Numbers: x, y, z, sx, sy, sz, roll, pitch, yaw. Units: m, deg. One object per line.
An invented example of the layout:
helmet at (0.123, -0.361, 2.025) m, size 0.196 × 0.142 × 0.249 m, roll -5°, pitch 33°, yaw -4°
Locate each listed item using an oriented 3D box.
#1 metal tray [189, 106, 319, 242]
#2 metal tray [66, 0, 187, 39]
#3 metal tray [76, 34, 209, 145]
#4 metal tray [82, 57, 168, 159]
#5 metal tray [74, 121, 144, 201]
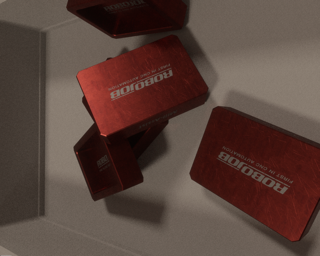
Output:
metal tray at (0.101, 0.041, 0.319) m, size 0.130 × 0.030 × 0.089 m, roll 28°, pitch 108°, yaw 36°
metal tray at (-0.043, -0.153, 0.395) m, size 0.130 × 0.090 × 0.030 m, roll 6°, pitch 81°, yaw 39°
metal tray at (-0.021, -0.047, 0.367) m, size 0.131 × 0.030 × 0.090 m, roll -24°, pitch 70°, yaw -7°
metal tray at (-0.055, -0.026, 0.447) m, size 0.090 × 0.030 × 0.130 m, roll -50°, pitch 61°, yaw 28°
metal tray at (-0.076, 0.047, 0.426) m, size 0.129 × 0.030 × 0.090 m, roll -34°, pitch 77°, yaw 57°
